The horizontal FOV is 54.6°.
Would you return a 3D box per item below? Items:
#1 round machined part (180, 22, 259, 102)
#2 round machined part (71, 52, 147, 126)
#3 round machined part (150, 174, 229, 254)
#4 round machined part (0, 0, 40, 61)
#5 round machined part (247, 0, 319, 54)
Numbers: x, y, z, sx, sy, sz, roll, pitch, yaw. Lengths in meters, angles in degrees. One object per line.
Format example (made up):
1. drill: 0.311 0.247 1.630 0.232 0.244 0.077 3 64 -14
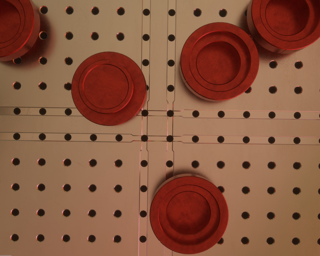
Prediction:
1. round machined part: 0.074 -0.083 0.405 0.099 0.042 0.097 0 90 0
2. round machined part: -0.067 -0.051 0.404 0.099 0.042 0.097 0 90 0
3. round machined part: 0.036 0.108 0.405 0.099 0.042 0.097 0 90 0
4. round machined part: -0.205 -0.135 0.404 0.099 0.042 0.097 0 90 0
5. round machined part: 0.163 -0.146 0.406 0.099 0.042 0.097 0 90 0
